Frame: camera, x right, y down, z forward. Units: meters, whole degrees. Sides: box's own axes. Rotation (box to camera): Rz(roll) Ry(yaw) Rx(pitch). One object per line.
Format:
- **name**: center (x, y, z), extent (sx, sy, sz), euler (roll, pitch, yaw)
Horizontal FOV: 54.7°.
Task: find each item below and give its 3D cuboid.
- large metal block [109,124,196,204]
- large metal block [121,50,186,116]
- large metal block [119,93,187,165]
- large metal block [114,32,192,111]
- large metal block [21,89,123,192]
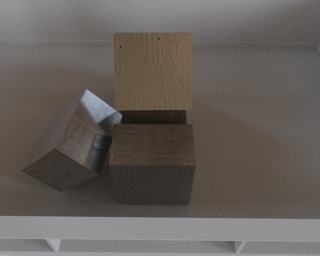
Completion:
- **large metal block**: center (-0.007, 0.041, 0.332), extent (0.081, 0.080, 0.050), euler (0, 50, 0)
- **large metal block**: center (-0.009, -0.060, 0.417), extent (0.081, 0.080, 0.050), euler (-1, 50, -1)
- **large metal block**: center (-0.009, 0.001, 0.388), extent (0.081, 0.050, 0.080), euler (0, 50, -1)
- **large metal block**: center (-0.007, -0.061, 0.345), extent (0.081, 0.079, 0.050), euler (-1, 5, -1)
- **large metal block**: center (-0.096, 0.016, 0.342), extent (0.050, 0.080, 0.080), euler (38, 46, -25)
